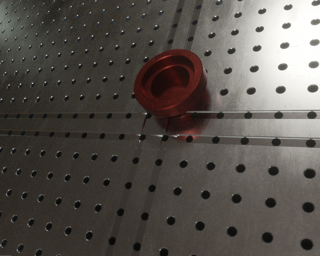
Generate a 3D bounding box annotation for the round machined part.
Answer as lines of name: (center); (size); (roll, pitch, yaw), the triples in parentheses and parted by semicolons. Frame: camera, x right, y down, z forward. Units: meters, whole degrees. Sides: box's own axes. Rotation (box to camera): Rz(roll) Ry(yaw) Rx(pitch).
round machined part: (0.017, -0.056, 0.422); (0.098, 0.042, 0.098); (-13, 56, 20)
